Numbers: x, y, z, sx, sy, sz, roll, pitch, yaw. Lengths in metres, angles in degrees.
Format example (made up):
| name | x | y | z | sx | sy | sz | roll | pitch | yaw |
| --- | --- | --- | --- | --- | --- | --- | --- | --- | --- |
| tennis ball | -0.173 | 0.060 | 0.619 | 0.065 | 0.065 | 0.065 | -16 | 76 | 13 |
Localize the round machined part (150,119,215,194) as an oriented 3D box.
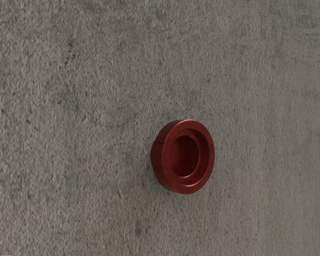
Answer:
| name | x | y | z | sx | sy | sz | roll | pitch | yaw |
| --- | --- | --- | --- | --- | --- | --- | --- | --- | --- |
| round machined part | 0.026 | 0.037 | 0.419 | 0.099 | 0.042 | 0.097 | 0 | 90 | -40 |
